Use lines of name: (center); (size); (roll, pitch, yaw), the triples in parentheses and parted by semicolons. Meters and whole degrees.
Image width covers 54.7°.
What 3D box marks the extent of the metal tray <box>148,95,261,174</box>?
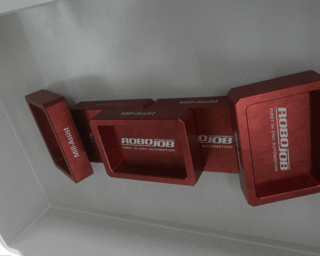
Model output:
metal tray: (0.055, 0.009, 0.381); (0.130, 0.030, 0.089); (0, 119, 28)

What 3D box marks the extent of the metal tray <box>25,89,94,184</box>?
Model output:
metal tray: (-0.152, 0.011, 0.467); (0.090, 0.030, 0.129); (19, 131, 49)

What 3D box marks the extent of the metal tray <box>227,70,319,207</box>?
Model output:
metal tray: (0.126, 0.014, 0.321); (0.090, 0.030, 0.129); (-13, 115, 3)

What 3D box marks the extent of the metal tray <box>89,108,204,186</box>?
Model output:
metal tray: (-0.017, 0.022, 0.387); (0.130, 0.030, 0.089); (1, 118, 28)

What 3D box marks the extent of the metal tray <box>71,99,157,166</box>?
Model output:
metal tray: (-0.061, 0.007, 0.441); (0.130, 0.030, 0.089); (0, 119, 28)
